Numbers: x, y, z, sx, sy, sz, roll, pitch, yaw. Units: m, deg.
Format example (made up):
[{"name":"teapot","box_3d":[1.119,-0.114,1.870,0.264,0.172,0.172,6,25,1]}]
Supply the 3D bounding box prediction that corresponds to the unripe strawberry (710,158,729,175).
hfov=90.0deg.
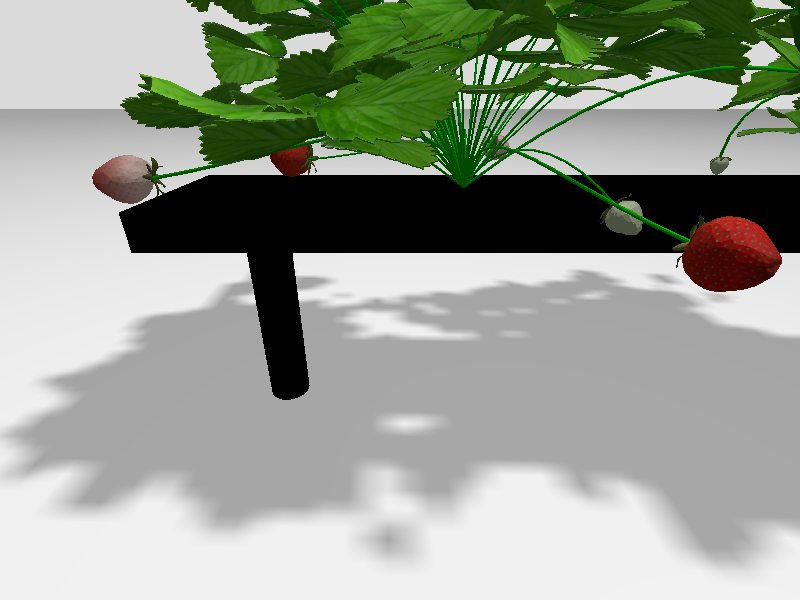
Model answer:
[{"name":"unripe strawberry","box_3d":[0.293,-0.123,0.368,0.015,0.015,0.014,4,27,8]}]

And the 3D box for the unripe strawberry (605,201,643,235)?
[{"name":"unripe strawberry","box_3d":[0.127,-0.045,0.224,0.018,0.020,0.019,-14,-30,-25]}]

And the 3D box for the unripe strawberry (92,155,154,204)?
[{"name":"unripe strawberry","box_3d":[-0.196,-0.086,0.285,0.037,0.032,0.037,-6,28,-11]}]

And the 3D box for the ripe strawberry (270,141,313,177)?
[{"name":"ripe strawberry","box_3d":[-0.103,-0.135,0.380,0.039,0.033,0.039,8,28,16]}]

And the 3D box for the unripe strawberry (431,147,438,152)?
[{"name":"unripe strawberry","box_3d":[0.041,-0.195,0.519,0.018,0.019,0.018,-2,27,-4]}]

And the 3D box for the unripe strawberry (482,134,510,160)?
[{"name":"unripe strawberry","box_3d":[0.116,-0.185,0.483,0.032,0.029,0.029,10,28,18]}]

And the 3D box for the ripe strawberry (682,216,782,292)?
[{"name":"ripe strawberry","box_3d":[0.131,-0.017,0.158,0.028,0.030,0.030,-10,29,-18]}]
